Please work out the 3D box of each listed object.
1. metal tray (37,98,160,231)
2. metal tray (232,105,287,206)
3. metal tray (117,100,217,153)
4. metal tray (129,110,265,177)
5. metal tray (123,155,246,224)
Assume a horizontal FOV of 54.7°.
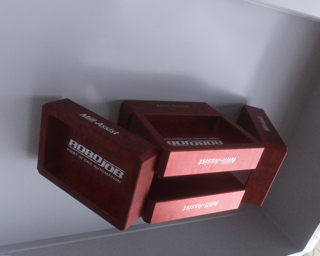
[{"bbox_3d":[-0.071,0.035,0.324,0.030,0.130,0.089,-26,137,-55],"label":"metal tray"},{"bbox_3d":[0.126,0.033,0.429,0.030,0.130,0.089,14,115,-2],"label":"metal tray"},{"bbox_3d":[0.007,0.011,0.414,0.131,0.030,0.089,-1,119,-29],"label":"metal tray"},{"bbox_3d":[0.041,0.013,0.355,0.131,0.090,0.030,0,118,-29],"label":"metal tray"},{"bbox_3d":[0.027,0.066,0.381,0.131,0.090,0.030,-1,118,-29],"label":"metal tray"}]
